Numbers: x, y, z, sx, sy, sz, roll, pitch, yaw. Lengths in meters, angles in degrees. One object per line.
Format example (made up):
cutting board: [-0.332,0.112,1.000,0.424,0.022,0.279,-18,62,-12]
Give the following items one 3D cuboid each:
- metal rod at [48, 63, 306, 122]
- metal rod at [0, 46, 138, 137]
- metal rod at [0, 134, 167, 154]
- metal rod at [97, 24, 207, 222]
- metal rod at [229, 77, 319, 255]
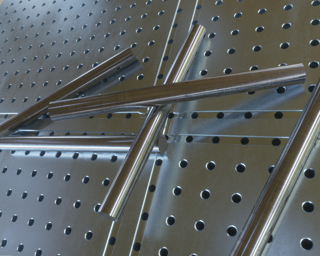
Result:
metal rod: [0.016,-0.042,0.372,0.302,0.025,0.025,-8,57,4]
metal rod: [-0.173,-0.051,0.527,0.301,0.025,0.025,-28,52,9]
metal rod: [-0.131,0.023,0.460,0.300,0.025,0.025,-1,61,27]
metal rod: [0.002,-0.026,0.396,0.025,0.025,0.300,7,57,31]
metal rod: [0.129,0.043,0.314,0.025,0.025,0.300,22,73,36]
